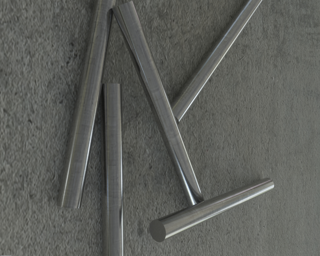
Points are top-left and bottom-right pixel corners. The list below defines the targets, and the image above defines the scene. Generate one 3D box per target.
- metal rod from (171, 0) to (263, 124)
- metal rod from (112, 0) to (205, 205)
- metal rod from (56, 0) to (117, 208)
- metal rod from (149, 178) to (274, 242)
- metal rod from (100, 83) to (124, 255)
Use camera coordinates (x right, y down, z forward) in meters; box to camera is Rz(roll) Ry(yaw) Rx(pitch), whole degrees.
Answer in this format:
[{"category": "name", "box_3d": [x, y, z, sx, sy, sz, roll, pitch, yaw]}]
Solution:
[{"category": "metal rod", "box_3d": [0.093, -0.122, 0.482, 0.025, 0.025, 0.301, 51, 60, -28]}, {"category": "metal rod", "box_3d": [0.008, -0.007, 0.396, 0.025, 0.025, 0.299, -37, 117, -34]}, {"category": "metal rod", "box_3d": [-0.074, -0.065, 0.342, 0.025, 0.025, 0.299, 14, 81, -39]}, {"category": "metal rod", "box_3d": [0.098, 0.110, 0.459, 0.302, 0.025, 0.025, -3, 92, -48]}, {"category": "metal rod", "box_3d": [-0.054, 0.099, 0.358, 0.025, 0.025, 0.298, -1, 91, -40]}]
